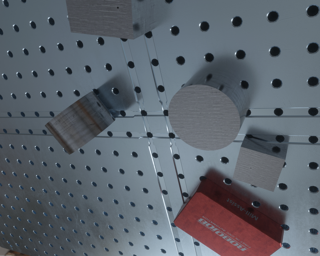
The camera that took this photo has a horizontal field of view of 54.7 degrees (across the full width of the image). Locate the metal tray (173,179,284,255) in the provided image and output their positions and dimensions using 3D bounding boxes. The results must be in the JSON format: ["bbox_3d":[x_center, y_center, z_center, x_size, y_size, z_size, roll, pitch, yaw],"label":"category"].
[{"bbox_3d":[0.095,0.141,0.445,0.130,0.030,0.089,32,129,7],"label":"metal tray"}]

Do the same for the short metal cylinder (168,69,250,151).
[{"bbox_3d":[0.056,-0.021,0.352,0.080,0.050,0.079,13,124,21],"label":"short metal cylinder"}]

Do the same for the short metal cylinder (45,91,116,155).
[{"bbox_3d":[-0.109,-0.008,0.428,0.080,0.080,0.050,-29,102,37],"label":"short metal cylinder"}]

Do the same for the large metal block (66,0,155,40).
[{"bbox_3d":[-0.054,-0.146,0.333,0.080,0.050,0.079,13,124,21],"label":"large metal block"}]

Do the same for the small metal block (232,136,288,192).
[{"bbox_3d":[0.120,0.043,0.375,0.050,0.025,0.050,17,125,18],"label":"small metal block"}]
